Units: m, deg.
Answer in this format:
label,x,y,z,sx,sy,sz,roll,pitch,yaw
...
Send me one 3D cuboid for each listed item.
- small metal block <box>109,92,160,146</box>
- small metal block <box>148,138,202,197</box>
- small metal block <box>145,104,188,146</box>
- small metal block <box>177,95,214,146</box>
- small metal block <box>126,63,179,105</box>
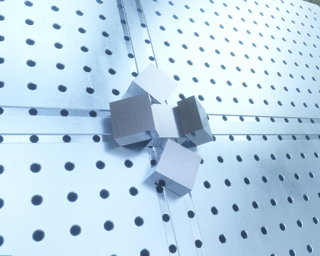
label,x,y,z,sx,sy,sz,roll,pitch,yaw
small metal block,-0.032,-0.010,0.381,0.050,0.025,0.050,-14,65,5
small metal block,0.019,0.049,0.387,0.050,0.025,0.050,29,53,-8
small metal block,0.004,-0.004,0.412,0.050,0.025,0.050,1,60,-28
small metal block,0.048,-0.009,0.422,0.050,0.025,0.050,39,34,-58
small metal block,-0.010,-0.056,0.437,0.050,0.025,0.050,39,50,-1
